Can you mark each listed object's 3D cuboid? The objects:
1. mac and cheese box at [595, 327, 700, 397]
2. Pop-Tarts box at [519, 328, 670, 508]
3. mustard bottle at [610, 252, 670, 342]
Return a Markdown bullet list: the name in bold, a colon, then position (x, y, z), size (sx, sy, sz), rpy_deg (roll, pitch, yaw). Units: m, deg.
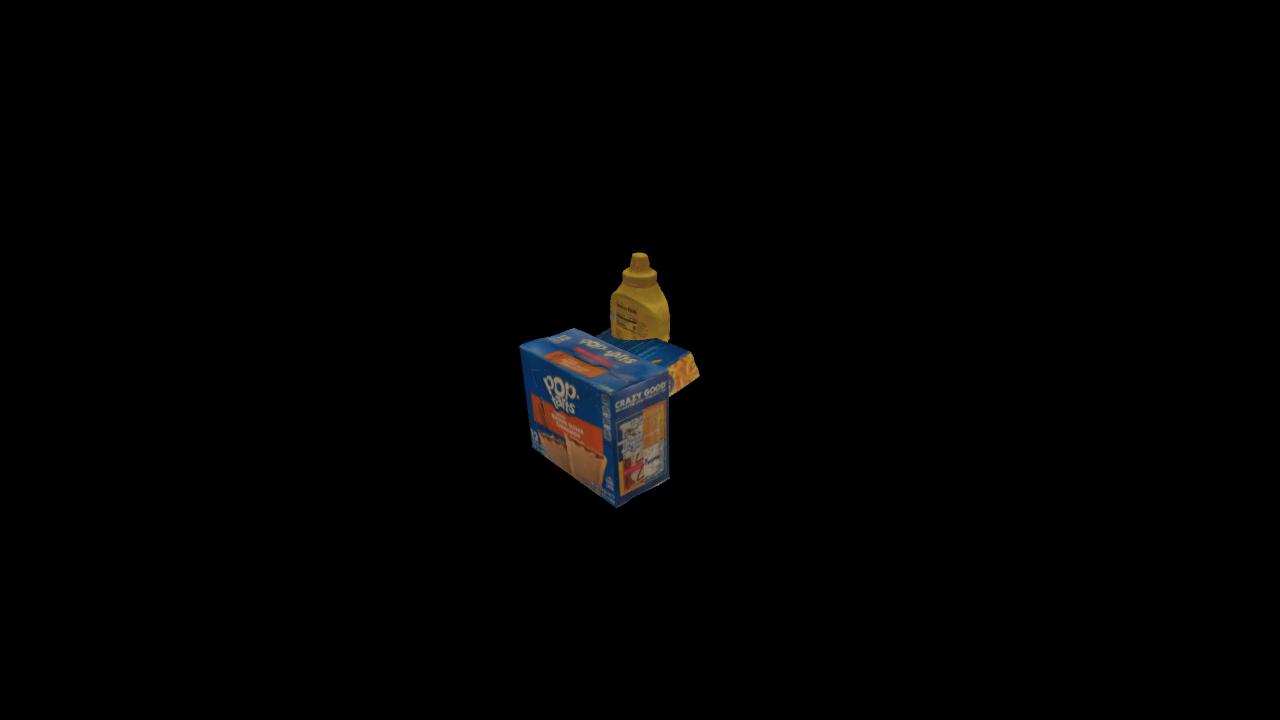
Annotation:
- **mac and cheese box**: position (-0.017, 0.006, 0.741), size (0.093, 0.041, 0.184), rpy_deg (-31, 25, -17)
- **Pop-Tarts box**: position (-0.052, 0.059, 0.697), size (0.083, 0.141, 0.167), rpy_deg (-22, 32, -37)
- **mustard bottle**: position (-0.001, -0.044, 0.768), size (0.054, 0.184, 0.092), rpy_deg (-19, 32, -33)
